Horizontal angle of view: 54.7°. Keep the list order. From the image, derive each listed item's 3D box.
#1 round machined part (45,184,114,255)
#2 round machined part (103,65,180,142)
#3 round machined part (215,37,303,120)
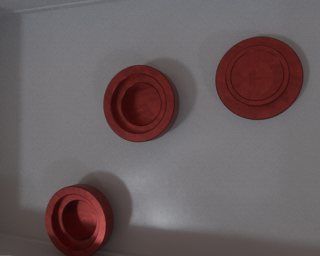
[{"bbox_3d":[-0.109,0.128,0.439,0.098,0.042,0.097,0,89,20],"label":"round machined part"},{"bbox_3d":[-0.021,-0.031,0.409,0.098,0.042,0.097,0,90,20],"label":"round machined part"},{"bbox_3d":[0.114,-0.058,0.361,0.098,0.042,0.097,0,90,20],"label":"round machined part"}]
